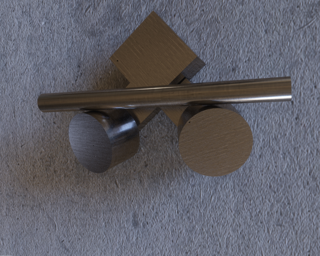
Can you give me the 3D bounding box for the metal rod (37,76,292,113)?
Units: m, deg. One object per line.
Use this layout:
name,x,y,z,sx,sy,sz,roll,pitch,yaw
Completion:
metal rod,-0.011,-0.036,0.359,0.301,0.025,0.025,-1,90,19

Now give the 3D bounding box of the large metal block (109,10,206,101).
large metal block,-0.002,-0.085,0.395,0.080,0.050,0.080,-44,77,14

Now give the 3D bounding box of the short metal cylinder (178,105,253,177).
short metal cylinder,0.061,0.009,0.360,0.080,0.050,0.079,0,108,1

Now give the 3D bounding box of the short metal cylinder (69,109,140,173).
short metal cylinder,-0.074,0.013,0.407,0.080,0.050,0.079,15,115,34

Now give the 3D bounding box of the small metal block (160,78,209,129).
small metal block,0.036,-0.027,0.397,0.050,0.025,0.050,-45,76,14

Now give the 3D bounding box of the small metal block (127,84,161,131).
small metal block,-0.032,-0.029,0.422,0.050,0.025,0.050,-45,76,13
